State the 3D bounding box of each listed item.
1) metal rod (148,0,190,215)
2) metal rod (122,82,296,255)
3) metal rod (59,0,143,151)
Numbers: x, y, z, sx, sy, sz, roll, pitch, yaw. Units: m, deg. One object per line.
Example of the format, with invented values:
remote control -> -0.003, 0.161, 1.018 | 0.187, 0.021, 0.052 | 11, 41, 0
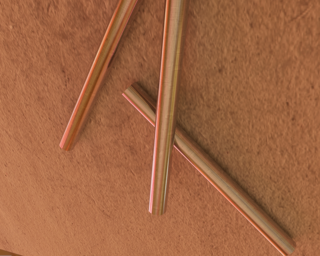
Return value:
metal rod -> 0.008, -0.024, 0.360 | 0.025, 0.025, 0.298 | 14, 116, 20
metal rod -> 0.066, 0.055, 0.405 | 0.300, 0.025, 0.025 | 45, 129, -4
metal rod -> -0.083, -0.068, 0.406 | 0.025, 0.025, 0.298 | 37, 129, 3
